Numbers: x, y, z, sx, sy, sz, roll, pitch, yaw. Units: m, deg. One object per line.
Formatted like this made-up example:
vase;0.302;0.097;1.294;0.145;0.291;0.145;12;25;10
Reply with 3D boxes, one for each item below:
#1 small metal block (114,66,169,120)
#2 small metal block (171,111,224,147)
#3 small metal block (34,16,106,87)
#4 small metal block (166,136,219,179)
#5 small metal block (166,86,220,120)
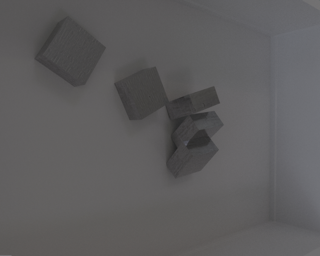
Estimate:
small metal block;-0.022;-0.043;0.388;0.050;0.025;0.050;-34;111;-35
small metal block;0.051;0.004;0.430;0.050;0.050;0.025;-10;60;-40
small metal block;-0.094;-0.079;0.328;0.050;0.025;0.050;37;67;-34
small metal block;0.044;0.040;0.425;0.050;0.050;0.025;-9;54;-40
small metal block;0.044;-0.034;0.425;0.050;0.050;0.025;-22;94;-38
